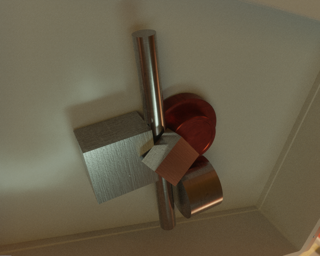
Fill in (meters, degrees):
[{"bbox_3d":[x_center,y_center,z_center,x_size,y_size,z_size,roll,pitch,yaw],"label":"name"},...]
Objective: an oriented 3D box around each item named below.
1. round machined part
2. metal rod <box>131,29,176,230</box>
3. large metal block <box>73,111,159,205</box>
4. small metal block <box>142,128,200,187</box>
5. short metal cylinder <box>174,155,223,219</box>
[{"bbox_3d":[0.036,0.005,0.419,0.099,0.042,0.097,-14,125,-21],"label":"round machined part"},{"bbox_3d":[-0.002,0.026,0.396,0.025,0.025,0.298,-19,126,-18],"label":"metal rod"},{"bbox_3d":[-0.052,0.035,0.382,0.081,0.050,0.079,-19,126,-18],"label":"large metal block"},{"bbox_3d":[0.014,0.036,0.376,0.050,0.025,0.050,-52,137,-6],"label":"small metal block"},{"bbox_3d":[0.047,0.084,0.451,0.050,0.080,0.079,-19,126,-18],"label":"short metal cylinder"}]
